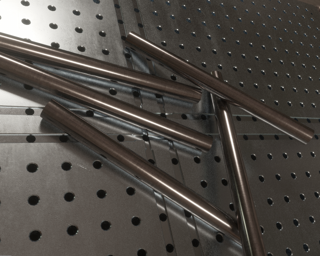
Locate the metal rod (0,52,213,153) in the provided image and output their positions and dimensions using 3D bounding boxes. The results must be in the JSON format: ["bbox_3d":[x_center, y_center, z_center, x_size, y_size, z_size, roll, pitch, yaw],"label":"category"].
[{"bbox_3d":[-0.068,-0.030,0.390,0.302,0.025,0.025,21,54,-16],"label":"metal rod"}]

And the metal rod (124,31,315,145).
[{"bbox_3d":[0.083,-0.061,0.456,0.301,0.025,0.025,30,51,4],"label":"metal rod"}]

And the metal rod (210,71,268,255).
[{"bbox_3d":[0.098,0.035,0.422,0.025,0.025,0.300,13,50,-22],"label":"metal rod"}]

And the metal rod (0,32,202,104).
[{"bbox_3d":[-0.080,-0.078,0.413,0.302,0.025,0.025,12,57,-22],"label":"metal rod"}]

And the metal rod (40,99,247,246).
[{"bbox_3d":[-0.005,0.061,0.369,0.301,0.025,0.025,34,51,-6],"label":"metal rod"}]
